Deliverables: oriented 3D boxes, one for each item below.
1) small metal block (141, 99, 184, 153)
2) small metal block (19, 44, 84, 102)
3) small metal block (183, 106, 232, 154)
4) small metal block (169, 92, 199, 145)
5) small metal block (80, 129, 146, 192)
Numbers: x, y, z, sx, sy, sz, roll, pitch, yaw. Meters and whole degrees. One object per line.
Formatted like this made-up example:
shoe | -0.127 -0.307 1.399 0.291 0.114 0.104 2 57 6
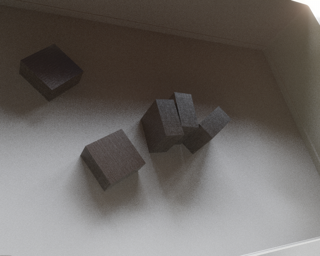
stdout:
small metal block | 0.002 -0.002 0.391 0.025 0.050 0.050 -2 63 -29
small metal block | -0.131 -0.068 0.376 0.050 0.025 0.050 44 51 2
small metal block | 0.062 0.003 0.421 0.025 0.050 0.050 48 51 5
small metal block | 0.023 -0.012 0.409 0.025 0.050 0.050 4 60 -27
small metal block | -0.054 0.036 0.355 0.050 0.025 0.050 -28 77 -37
